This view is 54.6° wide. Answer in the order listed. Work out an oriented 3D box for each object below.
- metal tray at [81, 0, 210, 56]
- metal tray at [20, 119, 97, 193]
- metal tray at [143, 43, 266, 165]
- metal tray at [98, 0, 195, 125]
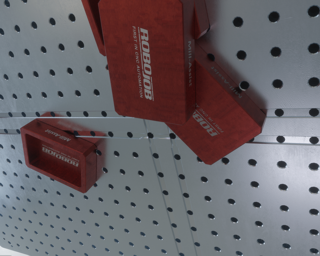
[{"bbox_3d":[-0.020,-0.134,0.336,0.130,0.030,0.090,-2,117,29],"label":"metal tray"},{"bbox_3d":[-0.172,0.048,0.529,0.130,0.030,0.089,21,126,16],"label":"metal tray"},{"bbox_3d":[0.047,-0.027,0.367,0.130,0.030,0.090,45,129,-4],"label":"metal tray"},{"bbox_3d":[-0.011,-0.072,0.330,0.090,0.030,0.129,10,123,23],"label":"metal tray"}]
